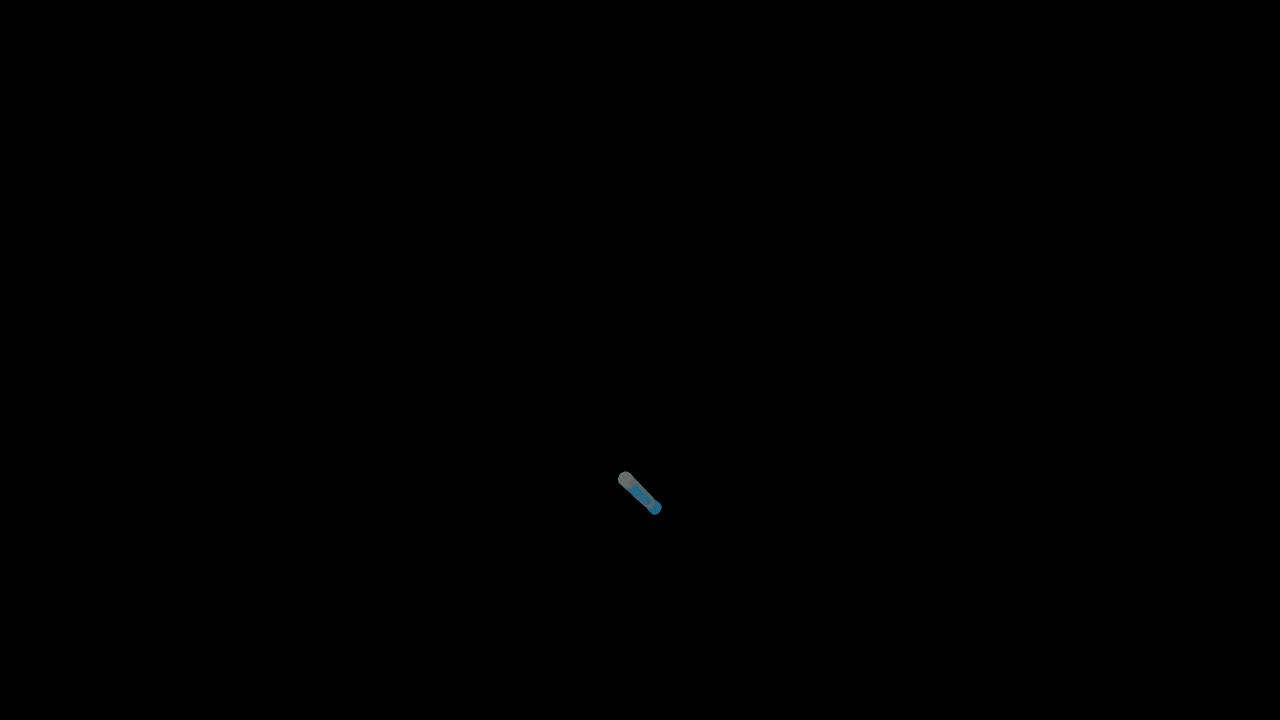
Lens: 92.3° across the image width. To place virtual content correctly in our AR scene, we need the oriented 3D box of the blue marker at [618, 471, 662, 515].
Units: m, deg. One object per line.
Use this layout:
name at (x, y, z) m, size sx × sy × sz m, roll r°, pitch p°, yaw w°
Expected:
blue marker at (0.002, 0.182, 0.832) m, size 0.020 × 0.020 × 0.121 m, roll 0°, pitch -32°, yaw 25°
